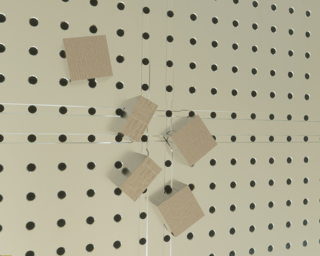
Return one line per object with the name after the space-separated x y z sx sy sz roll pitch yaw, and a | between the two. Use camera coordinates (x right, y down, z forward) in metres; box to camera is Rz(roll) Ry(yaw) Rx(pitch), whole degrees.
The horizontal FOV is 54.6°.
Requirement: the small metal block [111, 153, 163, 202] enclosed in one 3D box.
-0.030 0.060 0.388 0.025 0.050 0.050 45 76 -15 | small metal block

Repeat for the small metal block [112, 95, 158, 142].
-0.032 -0.011 0.387 0.025 0.050 0.050 30 80 -18 | small metal block

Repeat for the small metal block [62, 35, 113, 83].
-0.089 -0.084 0.380 0.050 0.025 0.050 -11 94 -20 | small metal block

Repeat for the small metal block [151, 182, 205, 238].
0.025 0.110 0.422 0.050 0.025 0.050 -32 101 -17 | small metal block

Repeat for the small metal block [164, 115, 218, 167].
0.042 0.017 0.428 0.050 0.025 0.050 -38 102 -16 | small metal block
